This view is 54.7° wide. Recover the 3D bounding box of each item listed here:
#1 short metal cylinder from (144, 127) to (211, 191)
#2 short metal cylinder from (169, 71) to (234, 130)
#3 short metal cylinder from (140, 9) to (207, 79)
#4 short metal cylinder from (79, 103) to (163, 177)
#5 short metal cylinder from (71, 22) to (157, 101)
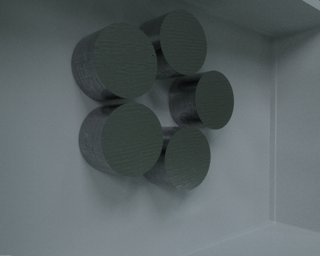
[{"bbox_3d":[0.020,0.038,0.405,0.081,0.050,0.080,0,90,-40],"label":"short metal cylinder"},{"bbox_3d":[0.059,-0.038,0.437,0.081,0.050,0.080,0,90,-40],"label":"short metal cylinder"},{"bbox_3d":[0.015,-0.105,0.399,0.081,0.050,0.080,0,90,-40],"label":"short metal cylinder"},{"bbox_3d":[-0.043,0.012,0.351,0.081,0.050,0.080,0,90,-40],"label":"short metal cylinder"},{"bbox_3d":[-0.050,-0.071,0.346,0.081,0.050,0.080,0,90,-40],"label":"short metal cylinder"}]
